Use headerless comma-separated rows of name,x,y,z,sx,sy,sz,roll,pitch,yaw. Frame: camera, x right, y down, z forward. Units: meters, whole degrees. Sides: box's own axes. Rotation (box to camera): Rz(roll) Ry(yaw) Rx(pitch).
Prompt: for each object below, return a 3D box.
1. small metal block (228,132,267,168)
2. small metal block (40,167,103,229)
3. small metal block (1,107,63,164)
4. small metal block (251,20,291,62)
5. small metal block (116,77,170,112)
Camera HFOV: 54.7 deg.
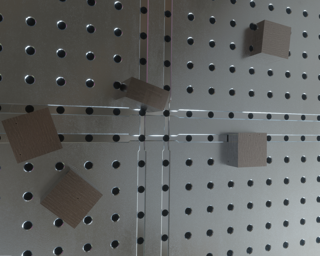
small metal block,0.131,0.032,0.463,0.050,0.025,0.050,0,90,-21
small metal block,-0.107,0.083,0.374,0.050,0.025,0.050,43,76,-15
small metal block,-0.147,0.008,0.359,0.050,0.025,0.050,-20,97,-19
small metal block,0.171,-0.133,0.478,0.050,0.025,0.050,7,88,-20
small metal block,-0.023,-0.041,0.392,0.050,0.050,0.025,19,84,-20
